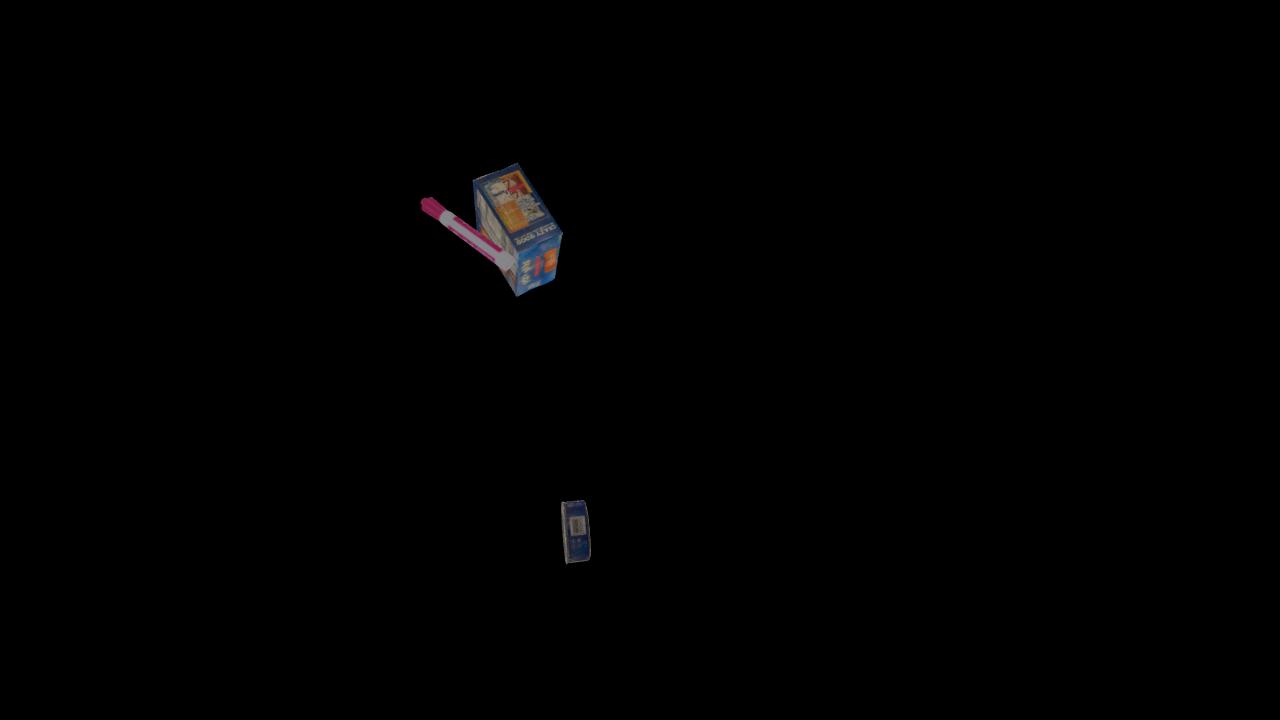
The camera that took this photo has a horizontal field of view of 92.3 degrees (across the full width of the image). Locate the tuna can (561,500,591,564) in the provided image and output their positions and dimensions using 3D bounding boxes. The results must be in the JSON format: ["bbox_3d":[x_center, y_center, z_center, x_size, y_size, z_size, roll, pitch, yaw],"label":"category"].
[{"bbox_3d":[-0.089,0.237,0.853,0.034,0.084,0.084,-4,1,-11],"label":"tuna can"}]

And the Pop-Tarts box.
[{"bbox_3d":[-0.202,-0.209,1.010,0.083,0.141,0.167,-29,-10,-19],"label":"Pop-Tarts box"}]

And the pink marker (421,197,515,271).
[{"bbox_3d":[-0.193,-0.141,0.683,0.121,0.020,0.020,37,0,0],"label":"pink marker"}]
